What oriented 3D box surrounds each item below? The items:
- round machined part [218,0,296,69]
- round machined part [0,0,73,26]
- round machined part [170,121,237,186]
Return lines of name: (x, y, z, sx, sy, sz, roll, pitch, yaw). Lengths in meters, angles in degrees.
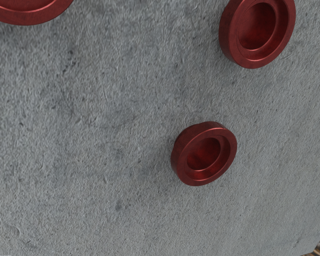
round machined part: (0.113, -0.126, 0.379, 0.099, 0.042, 0.097, -14, 124, -21)
round machined part: (-0.116, -0.137, 0.248, 0.099, 0.042, 0.097, -14, 124, -21)
round machined part: (0.059, 0.033, 0.448, 0.099, 0.042, 0.097, -14, 124, -21)
